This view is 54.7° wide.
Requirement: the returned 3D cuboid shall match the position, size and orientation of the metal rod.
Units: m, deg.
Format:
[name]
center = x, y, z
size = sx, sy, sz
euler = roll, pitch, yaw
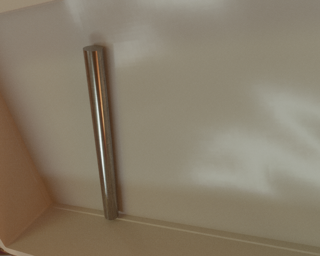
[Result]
[metal rod]
center = -0.085, 0.026, 0.467
size = 0.025, 0.025, 0.298
euler = 13, 124, 20
